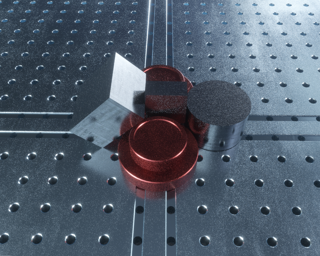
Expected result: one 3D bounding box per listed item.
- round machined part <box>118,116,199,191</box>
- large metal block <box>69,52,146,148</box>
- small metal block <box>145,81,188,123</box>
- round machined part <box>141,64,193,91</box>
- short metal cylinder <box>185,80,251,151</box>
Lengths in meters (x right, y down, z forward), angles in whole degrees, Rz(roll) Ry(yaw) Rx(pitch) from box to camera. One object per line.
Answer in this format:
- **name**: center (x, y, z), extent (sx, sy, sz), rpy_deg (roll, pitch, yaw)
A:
- **round machined part**: center (-0.002, 0.024, 0.377), extent (0.099, 0.042, 0.098), rpy_deg (0, 50, 0)
- **large metal block**: center (-0.064, -0.034, 0.392), extent (0.050, 0.080, 0.080), rpy_deg (32, 40, -33)
- **small metal block**: center (0.008, -0.032, 0.389), extent (0.050, 0.050, 0.025), rpy_deg (1, 50, 1)
- **round machined part**: center (0.000, -0.053, 0.441), extent (0.099, 0.042, 0.098), rpy_deg (0, 50, 0)
- **short metal cylinder**: center (0.073, -0.017, 0.405), extent (0.080, 0.050, 0.080), rpy_deg (0, 50, 0)
